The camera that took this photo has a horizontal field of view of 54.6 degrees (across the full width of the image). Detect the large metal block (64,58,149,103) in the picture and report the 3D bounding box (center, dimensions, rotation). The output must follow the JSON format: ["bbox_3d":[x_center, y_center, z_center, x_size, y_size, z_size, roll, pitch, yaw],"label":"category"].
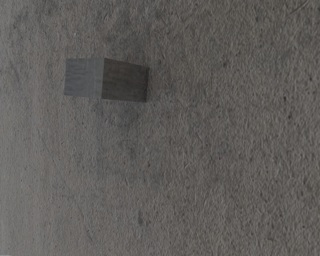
[{"bbox_3d":[-0.074,-0.065,0.431,0.080,0.081,0.050,9,96,40],"label":"large metal block"}]
